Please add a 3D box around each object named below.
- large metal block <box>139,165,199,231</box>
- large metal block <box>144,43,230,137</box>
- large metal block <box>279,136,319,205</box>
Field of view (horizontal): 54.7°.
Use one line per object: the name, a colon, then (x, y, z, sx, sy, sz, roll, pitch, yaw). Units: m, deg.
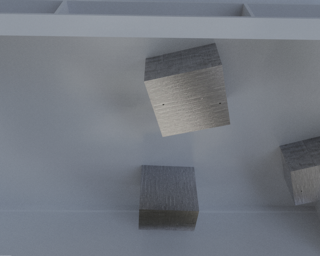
large metal block: (0.011, 0.103, 0.461, 0.081, 0.080, 0.050, 3, 130, -3)
large metal block: (0.032, -0.042, 0.357, 0.080, 0.050, 0.080, -11, 130, 9)
large metal block: (0.225, 0.060, 0.446, 0.080, 0.050, 0.080, -16, 129, 13)
